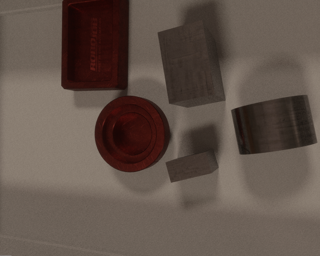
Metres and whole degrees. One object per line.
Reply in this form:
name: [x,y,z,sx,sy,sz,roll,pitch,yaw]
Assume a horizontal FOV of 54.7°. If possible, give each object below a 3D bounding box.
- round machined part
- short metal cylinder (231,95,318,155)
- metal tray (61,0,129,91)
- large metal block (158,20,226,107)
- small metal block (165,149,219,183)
round machined part: [-0.033,0.008,0.412,0.098,0.042,0.097,0,90,19]
short metal cylinder: [0.123,-0.002,0.338,0.080,0.080,0.050,-11,87,19]
metal tray: [-0.092,-0.119,0.438,0.090,0.030,0.129,1,90,19]
large metal block: [0.040,-0.070,0.366,0.050,0.080,0.080,-10,87,19]
small metal block: [0.041,0.046,0.382,0.050,0.050,0.025,-17,85,19]
